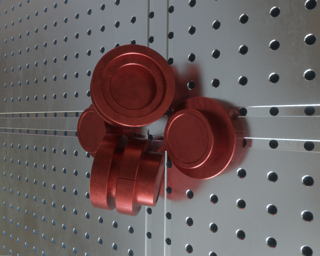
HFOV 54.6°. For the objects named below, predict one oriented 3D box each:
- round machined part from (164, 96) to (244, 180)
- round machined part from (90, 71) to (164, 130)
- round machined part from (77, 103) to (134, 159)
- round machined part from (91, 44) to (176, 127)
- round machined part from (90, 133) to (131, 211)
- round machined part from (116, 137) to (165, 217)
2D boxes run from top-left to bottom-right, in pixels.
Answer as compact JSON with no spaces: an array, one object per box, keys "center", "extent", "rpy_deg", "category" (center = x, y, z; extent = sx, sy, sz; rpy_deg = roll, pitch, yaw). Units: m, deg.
[{"center":[0.043,0.012,0.364],"extent":[0.098,0.042,0.097],"rpy_deg":[0,90,40],"category":"round machined part"},{"center":[-0.042,-0.046,0.412],"extent":[0.042,0.099,0.098],"rpy_deg":[157,109,-79],"category":"round machined part"},{"center":[-0.089,0.003,0.473],"extent":[0.098,0.042,0.097],"rpy_deg":[0,90,40],"category":"round machined part"},{"center":[-0.033,-0.049,0.381],"extent":[0.042,0.099,0.098],"rpy_deg":[157,109,-79],"category":"round machined part"},{"center":[-0.052,0.057,0.400],"extent":[0.042,0.098,0.097],"rpy_deg":[8,96,8],"category":"round machined part"},{"center":[-0.021,0.062,0.392],"extent":[0.042,0.098,0.097],"rpy_deg":[9,97,8],"category":"round machined part"}]
